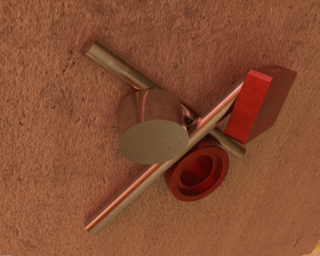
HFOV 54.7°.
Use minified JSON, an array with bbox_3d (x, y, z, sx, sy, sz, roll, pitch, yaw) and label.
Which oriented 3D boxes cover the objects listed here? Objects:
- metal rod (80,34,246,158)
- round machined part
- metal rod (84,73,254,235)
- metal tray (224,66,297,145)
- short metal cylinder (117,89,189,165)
[{"bbox_3d":[0.027,-0.024,0.410,0.301,0.025,0.025,31,101,-38],"label":"metal rod"},{"bbox_3d":[0.050,0.058,0.461,0.099,0.042,0.097,-14,124,-21],"label":"round machined part"},{"bbox_3d":[0.008,0.041,0.416,0.300,0.025,0.025,-43,130,10],"label":"metal rod"},{"bbox_3d":[0.141,-0.036,0.423,0.131,0.030,0.089,-19,132,-53],"label":"metal tray"},{"bbox_3d":[-0.010,0.000,0.370,0.081,0.050,0.080,-6,138,-5],"label":"short metal cylinder"}]
